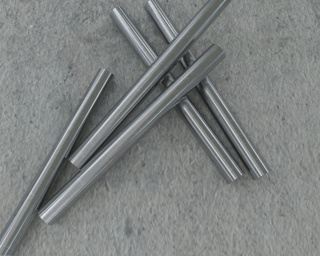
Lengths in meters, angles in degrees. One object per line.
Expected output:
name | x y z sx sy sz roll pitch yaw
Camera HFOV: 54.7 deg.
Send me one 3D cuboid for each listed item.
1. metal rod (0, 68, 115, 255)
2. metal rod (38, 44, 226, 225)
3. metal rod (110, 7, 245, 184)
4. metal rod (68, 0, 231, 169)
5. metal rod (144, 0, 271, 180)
metal rod | -0.136 0.052 0.387 0.025 0.025 0.300 23 71 8
metal rod | -0.029 0.003 0.388 0.300 0.025 0.025 -44 76 -8
metal rod | 0.015 -0.055 0.428 0.025 0.025 0.299 -31 73 -11
metal rod | -0.009 -0.068 0.407 0.025 0.025 0.300 39 83 12
metal rod | 0.058 -0.064 0.432 0.025 0.025 0.299 -27 72 -10
